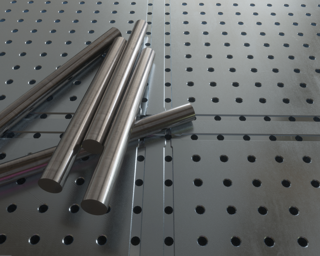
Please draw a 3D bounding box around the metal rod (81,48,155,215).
[{"bbox_3d":[-0.040,-0.024,0.397,0.025,0.025,0.300,6,41,5],"label":"metal rod"}]

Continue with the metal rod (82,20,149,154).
[{"bbox_3d":[-0.055,-0.082,0.457,0.025,0.025,0.300,7,45,5],"label":"metal rod"}]

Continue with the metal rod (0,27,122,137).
[{"bbox_3d":[-0.158,-0.069,0.463,0.025,0.025,0.301,26,54,20],"label":"metal rod"}]

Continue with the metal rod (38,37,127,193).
[{"bbox_3d":[-0.089,-0.043,0.420,0.025,0.025,0.300,7,43,5],"label":"metal rod"}]

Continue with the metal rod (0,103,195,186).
[{"bbox_3d":[-0.095,0.024,0.385,0.302,0.025,0.025,-19,53,-16],"label":"metal rod"}]
